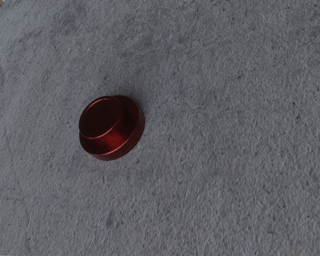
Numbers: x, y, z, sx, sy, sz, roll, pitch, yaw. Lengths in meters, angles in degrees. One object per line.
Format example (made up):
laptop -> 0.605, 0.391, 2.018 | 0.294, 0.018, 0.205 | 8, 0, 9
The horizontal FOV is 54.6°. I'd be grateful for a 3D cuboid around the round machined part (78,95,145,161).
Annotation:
round machined part -> -0.074, -0.006, 0.437 | 0.098, 0.042, 0.098 | -13, 56, 21
